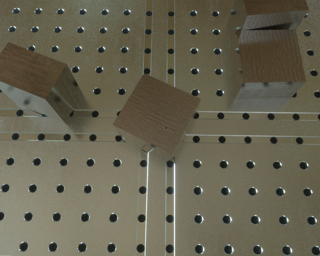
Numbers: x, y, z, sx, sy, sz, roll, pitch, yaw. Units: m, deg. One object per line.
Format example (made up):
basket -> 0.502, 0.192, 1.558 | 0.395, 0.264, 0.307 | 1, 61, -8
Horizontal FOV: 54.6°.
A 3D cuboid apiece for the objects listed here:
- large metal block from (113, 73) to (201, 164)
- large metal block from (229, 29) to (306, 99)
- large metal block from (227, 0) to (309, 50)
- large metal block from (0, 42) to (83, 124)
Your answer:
large metal block -> -0.003, -0.012, 0.403 | 0.080, 0.050, 0.080 | 26, 72, 9
large metal block -> 0.145, -0.088, 0.431 | 0.080, 0.050, 0.080 | -1, 70, -1
large metal block -> 0.148, -0.157, 0.441 | 0.080, 0.080, 0.050 | -6, 70, -2
large metal block -> -0.157, -0.055, 0.402 | 0.080, 0.080, 0.050 | 21, 72, 7
